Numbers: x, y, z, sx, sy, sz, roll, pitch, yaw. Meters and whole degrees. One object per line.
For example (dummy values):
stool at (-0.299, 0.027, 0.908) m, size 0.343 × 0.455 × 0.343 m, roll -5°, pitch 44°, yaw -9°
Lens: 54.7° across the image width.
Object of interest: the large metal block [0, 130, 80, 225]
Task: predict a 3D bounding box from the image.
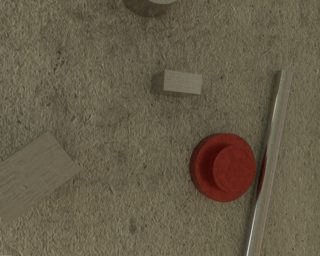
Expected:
large metal block at (-0.138, 0.046, 0.329) m, size 0.080 × 0.080 × 0.050 m, roll -38°, pitch 103°, yaw -16°

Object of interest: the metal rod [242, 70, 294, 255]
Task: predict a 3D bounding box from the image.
metal rod at (0.164, 0.059, 0.471) m, size 0.025 × 0.025 × 0.298 m, roll 14°, pitch 85°, yaw -20°

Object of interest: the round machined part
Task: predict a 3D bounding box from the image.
round machined part at (0.095, 0.056, 0.437) m, size 0.099 × 0.042 × 0.097 m, roll 0°, pitch 90°, yaw -21°

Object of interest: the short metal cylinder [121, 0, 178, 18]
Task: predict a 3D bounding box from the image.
short metal cylinder at (-0.010, -0.188, 0.393) m, size 0.081 × 0.050 × 0.079 m, roll 0°, pitch 90°, yaw -21°

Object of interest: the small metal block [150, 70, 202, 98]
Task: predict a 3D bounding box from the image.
small metal block at (0.020, -0.056, 0.404) m, size 0.050 × 0.050 × 0.025 m, roll 4°, pitch 89°, yaw -20°
